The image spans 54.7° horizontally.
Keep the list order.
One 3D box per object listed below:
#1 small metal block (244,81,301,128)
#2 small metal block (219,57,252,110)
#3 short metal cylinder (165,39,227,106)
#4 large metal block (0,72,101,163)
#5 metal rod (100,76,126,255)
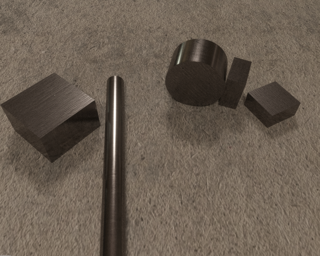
[{"bbox_3d":[0.156,-0.034,0.434,0.050,0.025,0.050,-22,54,-18],"label":"small metal block"},{"bbox_3d":[0.107,-0.063,0.441,0.025,0.050,0.050,18,52,8],"label":"small metal block"},{"bbox_3d":[0.052,-0.076,0.432,0.080,0.080,0.050,10,51,7],"label":"short metal cylinder"},{"bbox_3d":[-0.137,-0.016,0.398,0.080,0.050,0.080,33,57,24],"label":"large metal block"},{"bbox_3d":[-0.054,0.047,0.363,0.025,0.025,0.300,-3,50,-3],"label":"metal rod"}]
